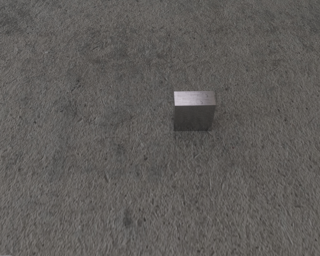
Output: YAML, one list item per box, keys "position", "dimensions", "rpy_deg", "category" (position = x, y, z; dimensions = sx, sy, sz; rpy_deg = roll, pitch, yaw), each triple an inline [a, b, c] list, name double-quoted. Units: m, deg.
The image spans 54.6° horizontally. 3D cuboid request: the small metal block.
- position: [0.043, -0.021, 0.405]
  dimensions: [0.050, 0.050, 0.025]
  rpy_deg: [-1, 50, -1]
  category: "small metal block"
